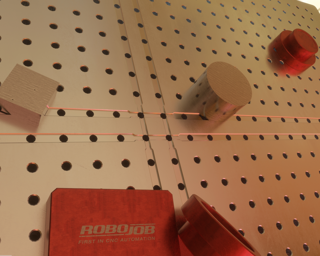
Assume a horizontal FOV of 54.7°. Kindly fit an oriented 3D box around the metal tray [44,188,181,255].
[{"bbox_3d":[-0.046,0.110,0.314,0.131,0.030,0.090,7,59,-25],"label":"metal tray"}]

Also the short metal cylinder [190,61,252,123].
[{"bbox_3d":[0.093,-0.055,0.478,0.081,0.050,0.080,14,56,-21],"label":"short metal cylinder"}]

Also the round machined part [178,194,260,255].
[{"bbox_3d":[0.058,0.120,0.334,0.098,0.098,0.042,42,90,0],"label":"round machined part"}]

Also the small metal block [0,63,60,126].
[{"bbox_3d":[-0.150,-0.038,0.351,0.050,0.025,0.050,25,53,-14],"label":"small metal block"}]

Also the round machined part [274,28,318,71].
[{"bbox_3d":[0.301,-0.175,0.670,0.099,0.042,0.098,14,56,-21],"label":"round machined part"}]
